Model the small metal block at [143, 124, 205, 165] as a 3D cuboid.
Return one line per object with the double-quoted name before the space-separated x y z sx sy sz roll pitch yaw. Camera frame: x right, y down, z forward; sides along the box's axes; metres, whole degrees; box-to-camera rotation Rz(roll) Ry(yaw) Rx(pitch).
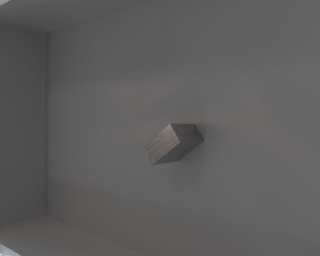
"small metal block" 0.017 0.019 0.377 0.050 0.050 0.025 -43 64 32
